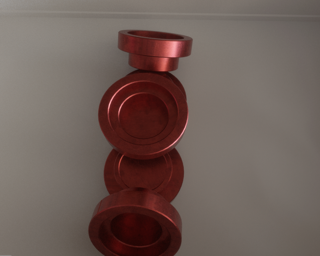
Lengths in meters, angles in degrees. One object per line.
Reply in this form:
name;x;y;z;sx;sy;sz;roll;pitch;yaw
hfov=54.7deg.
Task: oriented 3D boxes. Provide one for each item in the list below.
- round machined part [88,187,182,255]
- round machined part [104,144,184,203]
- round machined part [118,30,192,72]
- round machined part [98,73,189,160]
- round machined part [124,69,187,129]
round machined part;-0.025;0.104;0.341;0.099;0.097;0.042;6;33;2
round machined part;-0.020;0.053;0.379;0.099;0.042;0.098;0;70;-1
round machined part;-0.008;-0.104;0.417;0.099;0.098;0.042;7;113;2
round machined part;-0.018;-0.011;0.357;0.099;0.042;0.098;0;70;-1
round machined part;-0.014;-0.039;0.413;0.099;0.042;0.098;0;70;-1
